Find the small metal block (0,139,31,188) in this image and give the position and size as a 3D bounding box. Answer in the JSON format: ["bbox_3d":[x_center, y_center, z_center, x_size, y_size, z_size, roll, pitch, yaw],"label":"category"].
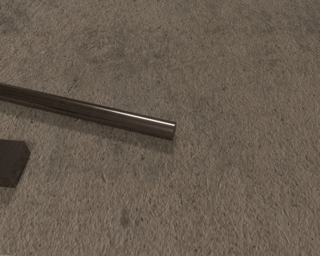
[{"bbox_3d":[-0.190,0.041,0.366,0.050,0.025,0.050,4,50,3],"label":"small metal block"}]

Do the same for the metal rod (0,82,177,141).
[{"bbox_3d":[-0.126,-0.029,0.425,0.301,0.025,0.025,13,51,10],"label":"metal rod"}]
